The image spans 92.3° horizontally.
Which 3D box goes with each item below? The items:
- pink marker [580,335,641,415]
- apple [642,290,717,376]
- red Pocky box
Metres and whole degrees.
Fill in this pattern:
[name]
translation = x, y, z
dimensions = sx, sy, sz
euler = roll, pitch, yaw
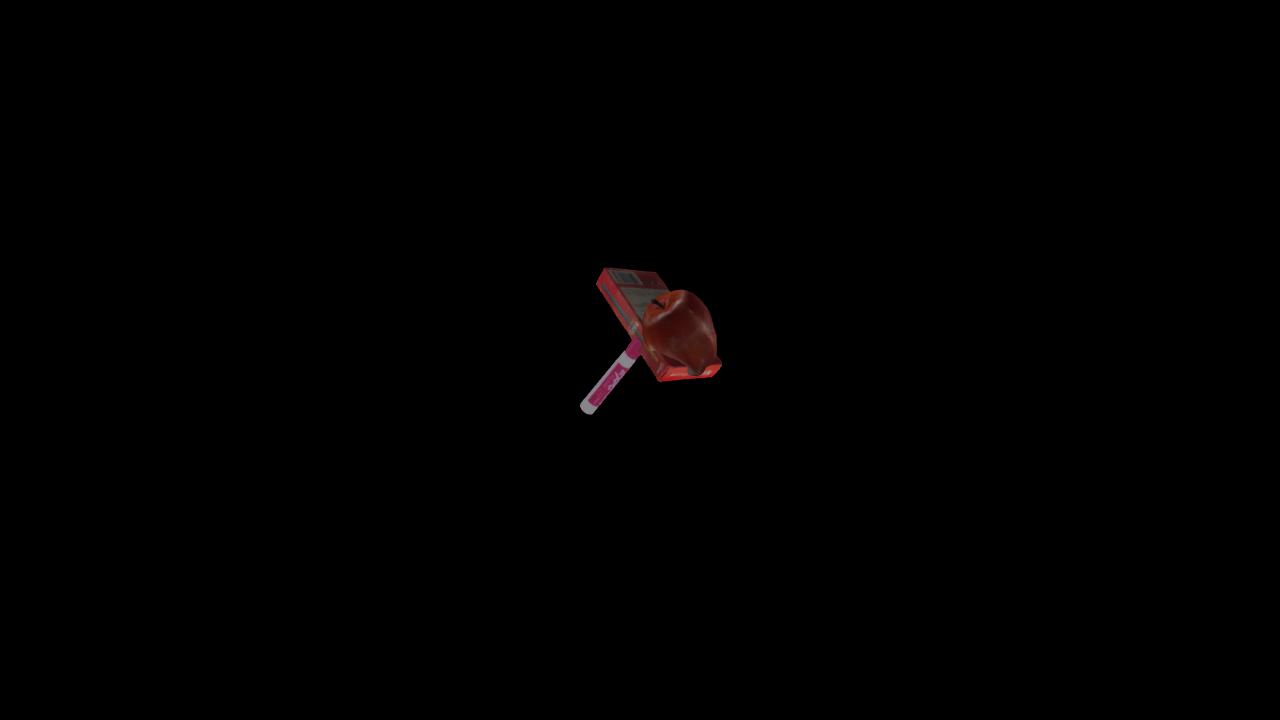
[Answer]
[pink marker]
translation = -0.028, 0.015, 0.677
dimensions = 0.020, 0.020, 0.121
euler = 0, -42, -49
[apple]
translation = 0.042, -0.029, 0.647
dimensions = 0.079, 0.093, 0.079
euler = -31, 21, 13
[red Pocky box]
translation = 0.019, -0.041, 0.683
dimensions = 0.083, 0.155, 0.028
euler = -1, -43, -41
